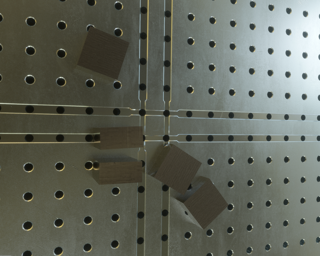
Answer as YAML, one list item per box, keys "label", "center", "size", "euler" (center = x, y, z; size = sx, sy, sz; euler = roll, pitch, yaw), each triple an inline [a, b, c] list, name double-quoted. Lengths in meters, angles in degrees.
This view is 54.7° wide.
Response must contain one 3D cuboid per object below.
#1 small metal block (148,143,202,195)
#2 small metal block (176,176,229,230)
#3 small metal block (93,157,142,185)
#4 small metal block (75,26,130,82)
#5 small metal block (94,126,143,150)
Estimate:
- label: "small metal block"
  center: [0.020, 0.056, 0.421]
  size: [0.050, 0.025, 0.050]
  euler: [34, 79, -17]
- label: "small metal block"
  center: [0.060, 0.104, 0.436]
  size: [0.050, 0.025, 0.050]
  euler: [-40, 103, -16]
- label: "small metal block"
  center: [-0.053, 0.052, 0.381]
  size: [0.050, 0.050, 0.025]
  euler: [0, 90, -20]
- label: "small metal block"
  center: [-0.072, -0.090, 0.387]
  size: [0.050, 0.025, 0.050]
  euler: [19, 84, -20]
- label: "small metal block"
  center: [-0.052, 0.011, 0.381]
  size: [0.050, 0.050, 0.025]
  euler: [-2, 91, -20]
